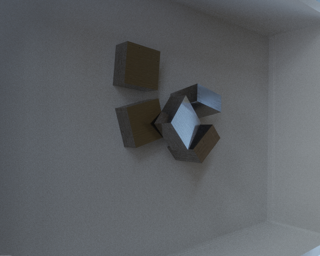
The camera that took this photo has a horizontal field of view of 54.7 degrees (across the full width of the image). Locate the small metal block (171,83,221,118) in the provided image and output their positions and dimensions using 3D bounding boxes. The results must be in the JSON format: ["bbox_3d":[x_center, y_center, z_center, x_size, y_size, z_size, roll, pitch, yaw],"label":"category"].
[{"bbox_3d":[0.050,-0.035,0.432,0.050,0.050,0.025,19,66,-39],"label":"small metal block"}]

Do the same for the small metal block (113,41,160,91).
[{"bbox_3d":[-0.028,-0.075,0.384,0.050,0.025,0.050,7,86,-40],"label":"small metal block"}]

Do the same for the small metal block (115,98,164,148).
[{"bbox_3d":[-0.023,-0.007,0.389,0.050,0.025,0.050,-20,103,-38],"label":"small metal block"}]

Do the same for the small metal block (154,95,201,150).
[{"bbox_3d":[0.024,-0.006,0.402,0.050,0.025,0.050,57,47,-33],"label":"small metal block"}]

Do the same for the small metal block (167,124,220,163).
[{"bbox_3d":[0.047,0.021,0.432,0.050,0.050,0.025,-48,119,-29],"label":"small metal block"}]
